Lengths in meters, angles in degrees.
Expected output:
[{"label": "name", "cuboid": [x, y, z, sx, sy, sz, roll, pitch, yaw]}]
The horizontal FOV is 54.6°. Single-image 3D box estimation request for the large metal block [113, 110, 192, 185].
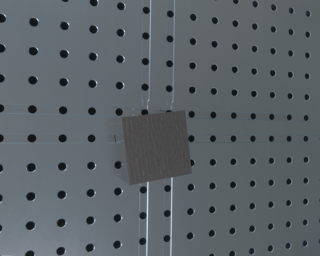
[{"label": "large metal block", "cuboid": [-0.011, 0.022, 0.395, 0.081, 0.050, 0.080, -7, 93, -20]}]
